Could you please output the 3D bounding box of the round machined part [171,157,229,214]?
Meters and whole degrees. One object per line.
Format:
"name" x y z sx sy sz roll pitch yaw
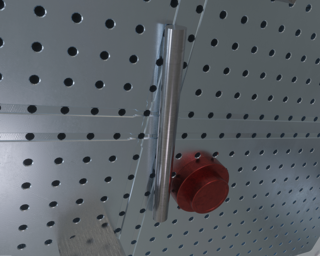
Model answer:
"round machined part" 0.072 0.099 0.501 0.099 0.042 0.097 -14 124 -21

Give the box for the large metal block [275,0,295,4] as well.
"large metal block" 0.129 -0.197 0.344 0.081 0.050 0.080 14 111 -34

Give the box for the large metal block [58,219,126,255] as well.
"large metal block" -0.092 0.193 0.445 0.080 0.080 0.050 -25 128 -13

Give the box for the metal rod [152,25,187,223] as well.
"metal rod" 0.009 0.015 0.425 0.025 0.025 0.298 -10 123 -23
